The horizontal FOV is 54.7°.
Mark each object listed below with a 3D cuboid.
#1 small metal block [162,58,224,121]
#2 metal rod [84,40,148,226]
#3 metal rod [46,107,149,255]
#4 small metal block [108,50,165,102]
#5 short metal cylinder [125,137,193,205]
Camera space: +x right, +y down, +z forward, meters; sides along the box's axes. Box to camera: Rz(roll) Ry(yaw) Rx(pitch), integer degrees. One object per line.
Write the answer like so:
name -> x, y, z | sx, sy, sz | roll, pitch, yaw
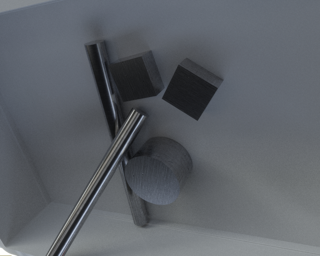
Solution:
small metal block -> 0.037, -0.045, 0.360 | 0.050, 0.025, 0.050 | 33, 128, 6
metal rod -> -0.057, 0.024, 0.451 | 0.025, 0.025, 0.298 | 3, 120, 26
metal rod -> -0.102, 0.102, 0.444 | 0.025, 0.025, 0.299 | 33, 103, 6
small metal block -> -0.029, -0.063, 0.383 | 0.050, 0.025, 0.050 | -7, 115, 31
short metal cylinder -> -0.001, 0.059, 0.428 | 0.080, 0.050, 0.079 | 13, 124, 20
